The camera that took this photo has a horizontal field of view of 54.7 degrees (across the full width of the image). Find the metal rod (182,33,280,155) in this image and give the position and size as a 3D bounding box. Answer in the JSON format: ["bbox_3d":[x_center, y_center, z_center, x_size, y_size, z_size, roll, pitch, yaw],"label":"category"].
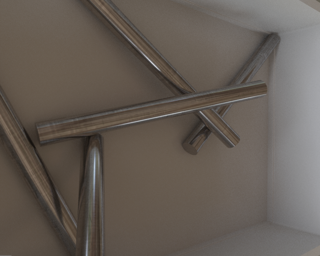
[{"bbox_3d":[0.129,-0.069,0.517,0.301,0.025,0.025,-49,120,-29],"label":"metal rod"}]

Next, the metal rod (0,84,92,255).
[{"bbox_3d":[-0.126,0.038,0.302,0.025,0.025,0.299,-35,112,-35],"label":"metal rod"}]

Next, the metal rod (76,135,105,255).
[{"bbox_3d":[-0.057,0.126,0.252,0.025,0.025,0.300,29,37,-37],"label":"metal rod"}]

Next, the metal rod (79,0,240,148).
[{"bbox_3d":[0.008,-0.070,0.396,0.300,0.025,0.025,42,64,-26],"label":"metal rod"}]

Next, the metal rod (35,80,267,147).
[{"bbox_3d":[0.011,-0.025,0.374,0.303,0.025,0.025,-13,99,-26],"label":"metal rod"}]
